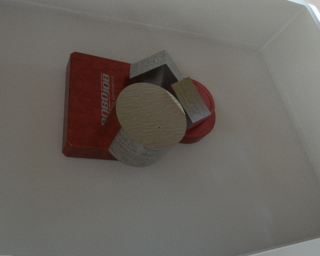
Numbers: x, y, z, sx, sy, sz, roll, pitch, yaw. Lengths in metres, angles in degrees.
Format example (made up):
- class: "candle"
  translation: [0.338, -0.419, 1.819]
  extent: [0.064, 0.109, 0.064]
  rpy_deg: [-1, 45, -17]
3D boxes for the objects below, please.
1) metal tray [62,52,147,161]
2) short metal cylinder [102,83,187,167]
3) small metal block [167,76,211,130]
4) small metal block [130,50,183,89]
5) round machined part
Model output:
- class: "metal tray"
  translation: [-0.068, -0.027, 0.378]
  extent: [0.091, 0.030, 0.130]
  rpy_deg: [8, 58, -25]
- class: "short metal cylinder"
  translation: [-0.018, -0.003, 0.342]
  extent: [0.081, 0.050, 0.080]
  rpy_deg: [14, 56, -21]
- class: "small metal block"
  translation: [0.030, -0.026, 0.371]
  extent: [0.025, 0.050, 0.050]
  rpy_deg: [-27, 83, -18]
- class: "small metal block"
  translation: [-0.003, -0.065, 0.394]
  extent: [0.050, 0.050, 0.025]
  rpy_deg: [47, 32, -46]
- class: "round machined part"
  translation: [0.037, -0.031, 0.432]
  extent: [0.099, 0.042, 0.098]
  rpy_deg: [14, 56, -21]
